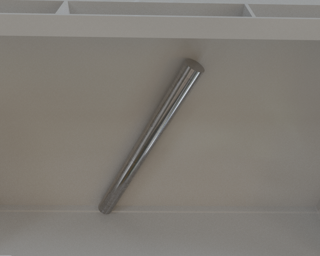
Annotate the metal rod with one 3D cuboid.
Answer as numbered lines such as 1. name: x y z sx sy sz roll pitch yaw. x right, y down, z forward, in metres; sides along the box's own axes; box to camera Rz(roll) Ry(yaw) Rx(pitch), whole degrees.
1. metal rod: -0.026 0.032 0.435 0.025 0.025 0.298 20 127 -17
